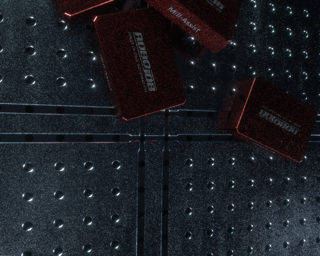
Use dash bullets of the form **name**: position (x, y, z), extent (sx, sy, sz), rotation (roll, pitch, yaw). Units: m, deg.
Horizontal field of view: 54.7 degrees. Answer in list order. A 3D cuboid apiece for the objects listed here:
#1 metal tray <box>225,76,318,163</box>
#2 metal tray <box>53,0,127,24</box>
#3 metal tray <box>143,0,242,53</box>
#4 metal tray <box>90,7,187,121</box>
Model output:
- **metal tray**: position (0.174, -0.011, 0.476), extent (0.131, 0.030, 0.090), rotation (24, 82, -19)
- **metal tray**: position (-0.103, -0.205, 0.372), extent (0.091, 0.030, 0.129), rotation (-29, 100, -18)
- **metal tray**: position (0.044, -0.171, 0.410), extent (0.130, 0.030, 0.090), rotation (32, 57, -18)
- **metal tray**: position (-0.027, -0.082, 0.401), extent (0.091, 0.030, 0.129), rotation (-18, 96, -20)
